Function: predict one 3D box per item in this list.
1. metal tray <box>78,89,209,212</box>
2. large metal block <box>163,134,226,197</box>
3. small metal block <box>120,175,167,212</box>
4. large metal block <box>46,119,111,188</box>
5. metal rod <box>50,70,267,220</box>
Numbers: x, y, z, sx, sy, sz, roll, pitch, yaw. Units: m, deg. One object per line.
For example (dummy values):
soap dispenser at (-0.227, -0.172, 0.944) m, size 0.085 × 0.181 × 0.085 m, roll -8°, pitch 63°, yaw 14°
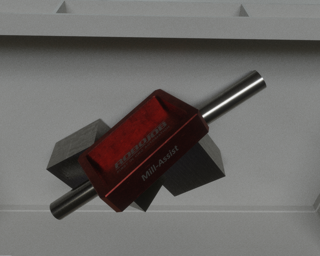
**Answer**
metal tray at (-0.022, 0.019, 0.345) m, size 0.130 × 0.090 × 0.030 m, roll -42°, pitch 126°, yaw -8°
large metal block at (0.032, 0.040, 0.426) m, size 0.080 × 0.050 × 0.080 m, roll -27°, pitch 126°, yaw 20°
small metal block at (-0.028, 0.071, 0.387) m, size 0.050 × 0.050 × 0.025 m, roll 6°, pitch 143°, yaw 46°
large metal block at (-0.091, 0.046, 0.426) m, size 0.080 × 0.050 × 0.080 m, roll -27°, pitch 126°, yaw 20°
metal rod at (-0.007, 0.024, 0.379) m, size 0.300 × 0.025 × 0.025 m, roll -33°, pitch 124°, yaw 7°
